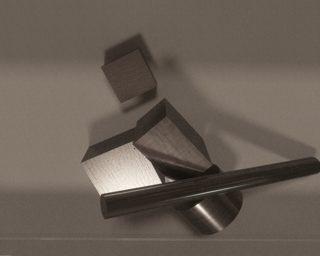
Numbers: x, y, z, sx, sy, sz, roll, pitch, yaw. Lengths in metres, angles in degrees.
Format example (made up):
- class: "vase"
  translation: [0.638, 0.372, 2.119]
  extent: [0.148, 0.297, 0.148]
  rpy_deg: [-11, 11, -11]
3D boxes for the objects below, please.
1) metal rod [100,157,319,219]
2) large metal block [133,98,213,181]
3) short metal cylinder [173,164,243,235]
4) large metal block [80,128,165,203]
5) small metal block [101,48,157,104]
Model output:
- class: "metal rod"
  translation: [0.080, 0.065, 0.371]
  extent: [0.303, 0.025, 0.025]
  rpy_deg: [-5, 112, -26]
- class: "large metal block"
  translation: [0.015, 0.017, 0.388]
  extent: [0.050, 0.080, 0.080]
  rpy_deg: [-40, 106, 13]
- class: "short metal cylinder"
  translation: [0.063, 0.095, 0.418]
  extent: [0.080, 0.080, 0.050]
  rpy_deg: [-39, 106, 13]
- class: "large metal block"
  translation: [-0.046, 0.054, 0.417]
  extent: [0.080, 0.050, 0.080]
  rpy_deg: [-23, 109, 8]
- class: "small metal block"
  translation: [-0.037, -0.066, 0.387]
  extent: [0.050, 0.025, 0.050]
  rpy_deg: [-25, 109, 8]
